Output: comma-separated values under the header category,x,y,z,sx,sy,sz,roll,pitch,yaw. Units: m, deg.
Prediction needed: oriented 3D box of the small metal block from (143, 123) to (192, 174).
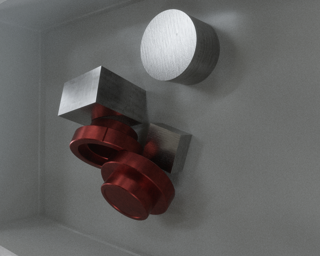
category,x,y,z,sx,sy,sz,roll,pitch,yaw
small metal block,0.008,0.025,0.398,0.050,0.025,0.050,22,104,37

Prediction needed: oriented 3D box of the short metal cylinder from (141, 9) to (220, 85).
category,x,y,z,sx,sy,sz,roll,pitch,yaw
short metal cylinder,0.023,-0.094,0.370,0.080,0.050,0.079,0,90,39

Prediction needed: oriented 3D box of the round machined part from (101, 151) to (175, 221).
category,x,y,z,sx,sy,sz,roll,pitch,yaw
round machined part,-0.034,0.078,0.389,0.098,0.042,0.097,21,140,19

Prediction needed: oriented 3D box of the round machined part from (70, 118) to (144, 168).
category,x,y,z,sx,sy,sz,roll,pitch,yaw
round machined part,-0.068,0.022,0.424,0.098,0.098,0.042,-13,51,39

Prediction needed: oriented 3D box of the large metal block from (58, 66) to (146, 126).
category,x,y,z,sx,sy,sz,roll,pitch,yaw
large metal block,-0.078,-0.034,0.426,0.080,0.080,0.050,-13,64,39
